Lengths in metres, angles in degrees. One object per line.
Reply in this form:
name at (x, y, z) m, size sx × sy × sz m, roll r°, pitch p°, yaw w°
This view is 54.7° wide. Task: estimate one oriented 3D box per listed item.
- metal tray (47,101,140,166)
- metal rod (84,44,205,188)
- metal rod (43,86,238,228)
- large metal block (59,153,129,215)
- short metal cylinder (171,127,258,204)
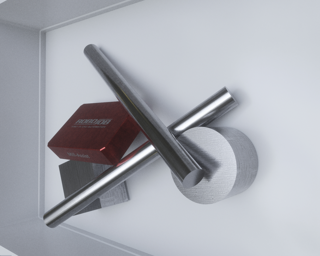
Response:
metal tray at (-0.089, 0.004, 0.436) m, size 0.130 × 0.030 × 0.090 m, roll 1°, pitch 46°, yaw 41°
metal rod at (-0.039, -0.037, 0.397) m, size 0.300 × 0.025 × 0.025 m, roll 50°, pitch 120°, yaw 42°
metal rod at (-0.037, 0.046, 0.385) m, size 0.300 × 0.025 × 0.025 m, roll -35°, pitch 68°, yaw 19°
large metal block at (-0.101, 0.082, 0.466) m, size 0.080 × 0.050 × 0.080 m, roll -24°, pitch 75°, yaw 37°
short metal cylinder at (0.058, 0.038, 0.338) m, size 0.080 × 0.050 × 0.079 m, roll 0°, pitch 90°, yaw 39°
